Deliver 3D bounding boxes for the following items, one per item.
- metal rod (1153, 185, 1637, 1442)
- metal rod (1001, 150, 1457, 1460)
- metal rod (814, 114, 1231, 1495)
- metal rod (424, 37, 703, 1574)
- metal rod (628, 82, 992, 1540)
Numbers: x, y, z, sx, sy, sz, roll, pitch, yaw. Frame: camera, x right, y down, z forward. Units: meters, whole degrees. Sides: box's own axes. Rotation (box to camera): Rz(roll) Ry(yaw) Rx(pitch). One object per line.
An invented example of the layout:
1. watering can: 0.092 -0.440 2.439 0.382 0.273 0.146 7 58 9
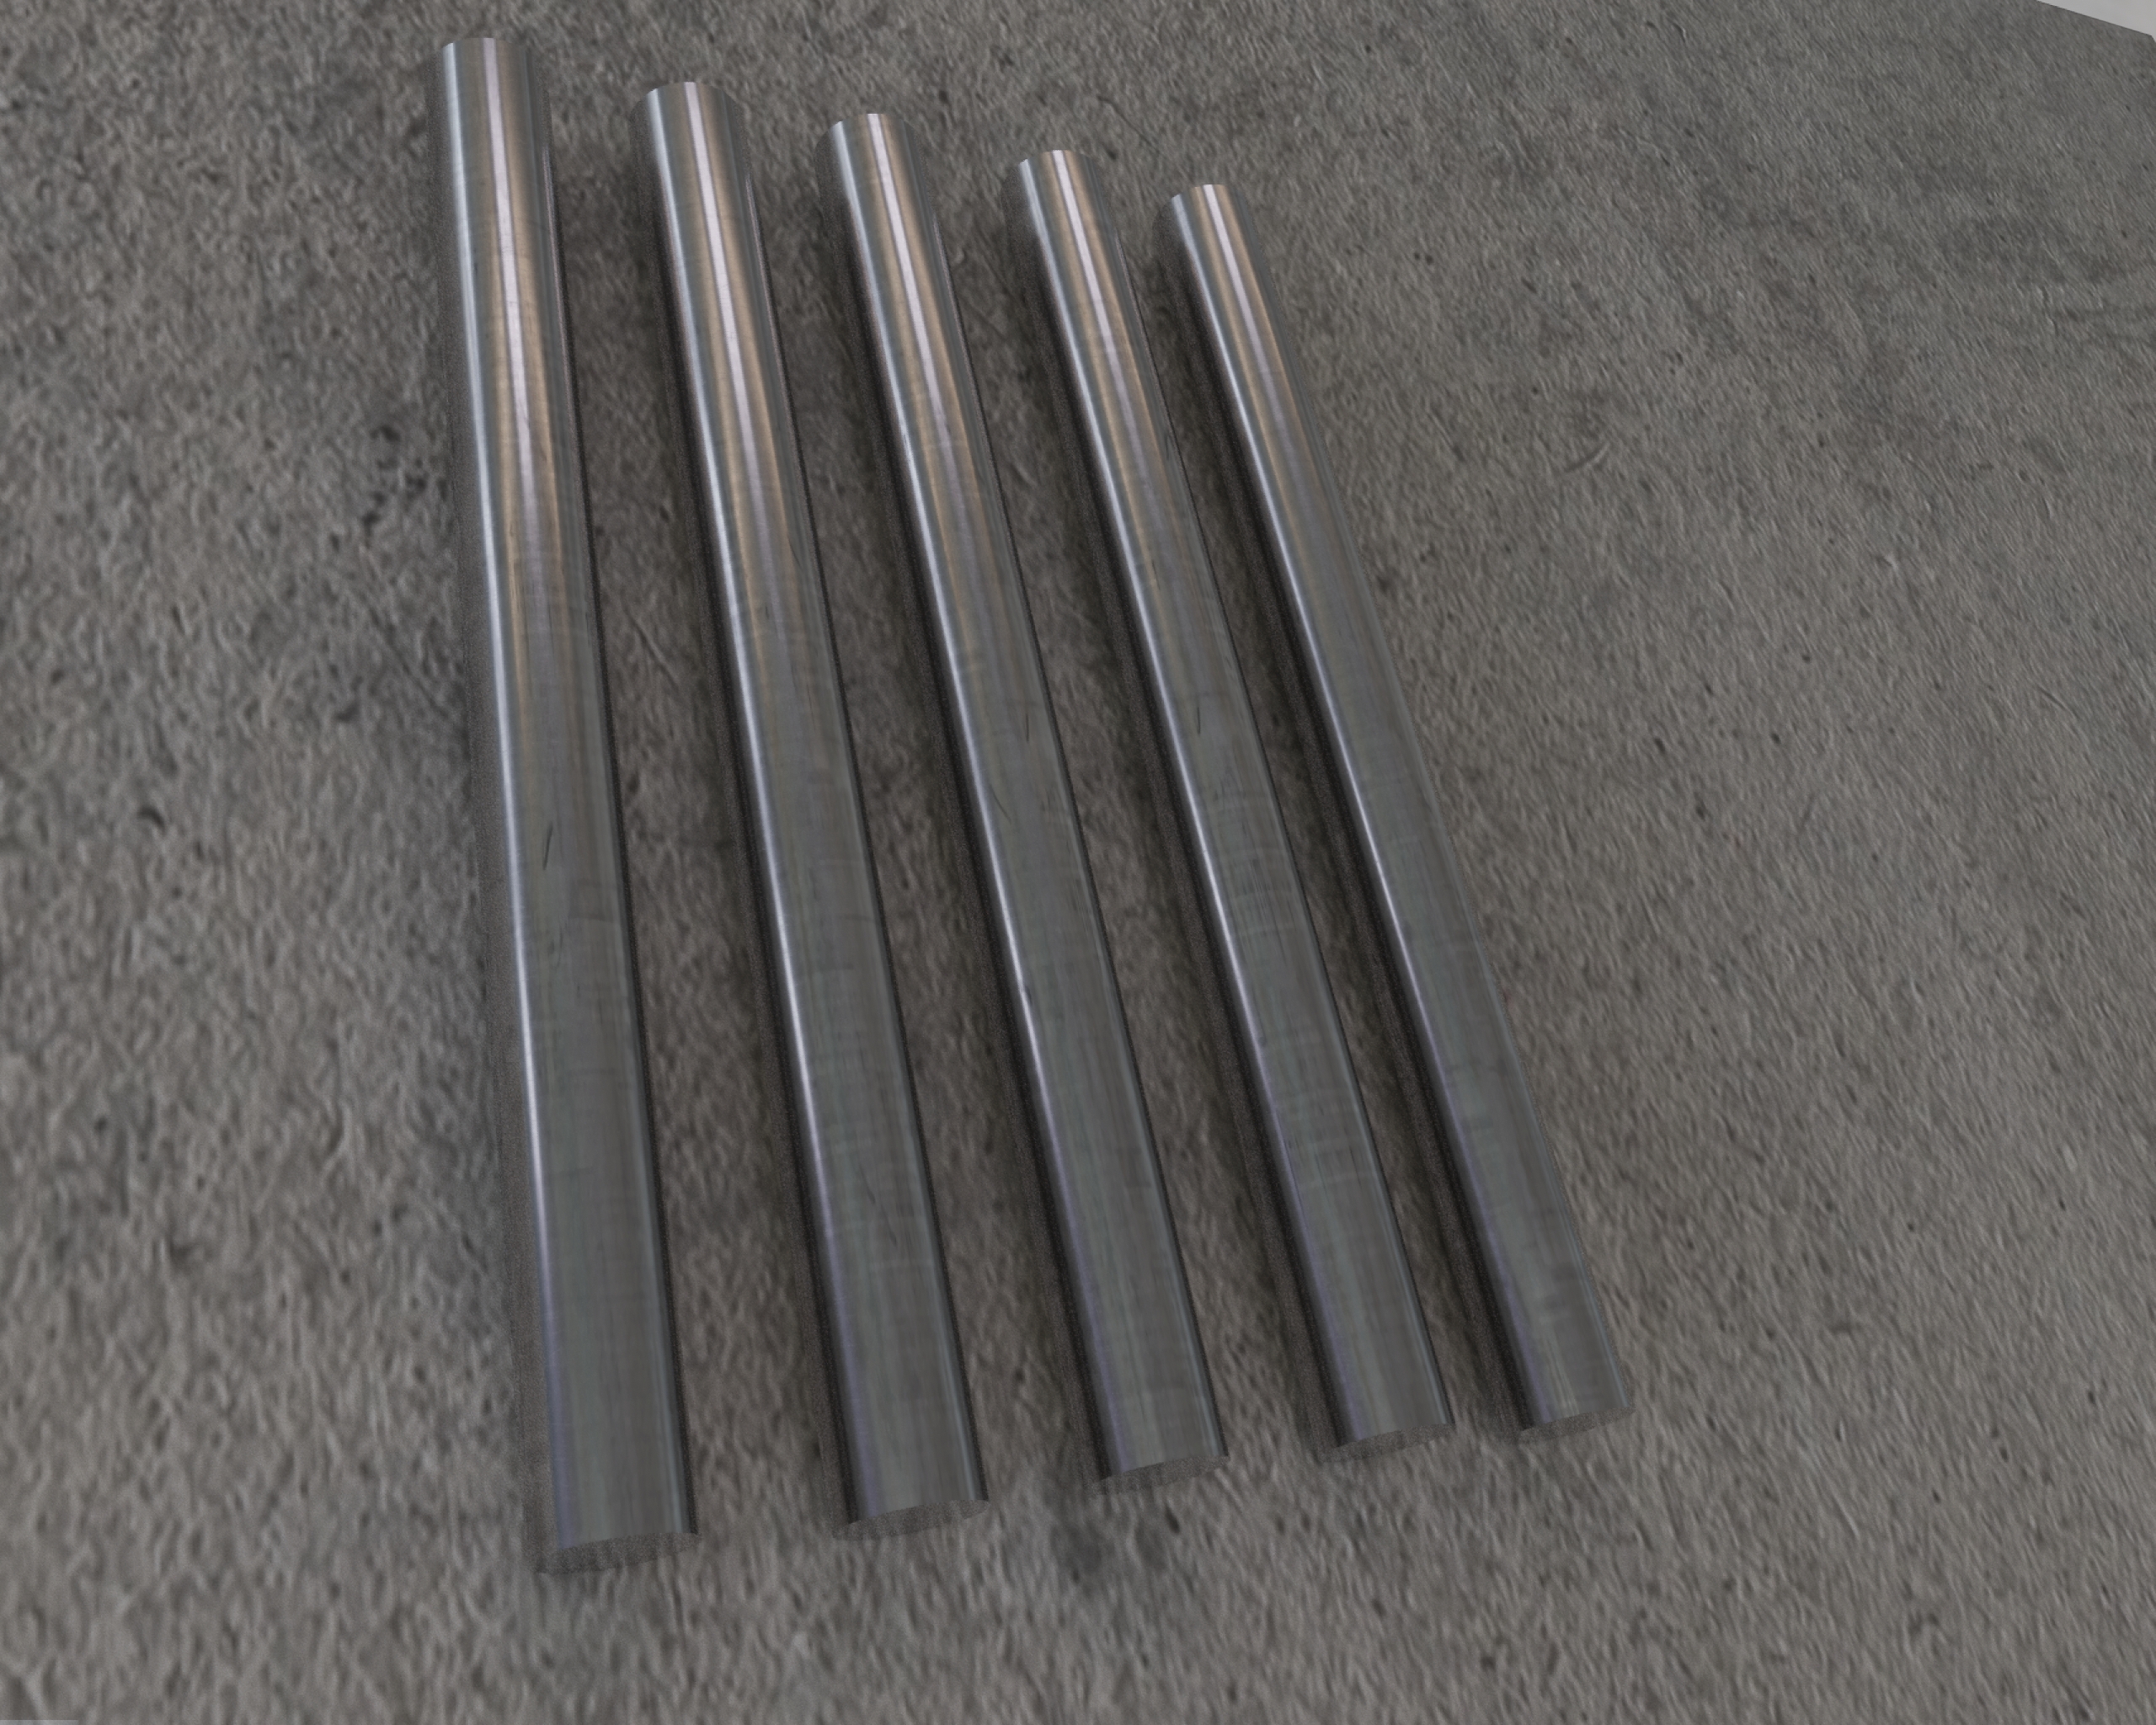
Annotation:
1. metal rod: 0.061 -0.027 0.452 0.025 0.025 0.299 1 61 -28
2. metal rod: 0.024 -0.029 0.433 0.025 0.025 0.299 1 61 -28
3. metal rod: -0.017 -0.029 0.412 0.025 0.025 0.299 1 61 -28
4. metal rod: -0.096 -0.031 0.370 0.025 0.025 0.299 2 61 -27
5. metal rod: -0.056 -0.029 0.391 0.025 0.025 0.299 2 61 -28
